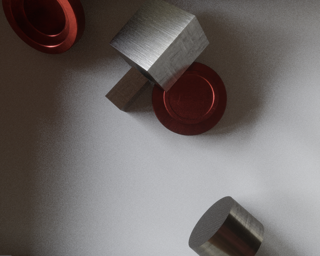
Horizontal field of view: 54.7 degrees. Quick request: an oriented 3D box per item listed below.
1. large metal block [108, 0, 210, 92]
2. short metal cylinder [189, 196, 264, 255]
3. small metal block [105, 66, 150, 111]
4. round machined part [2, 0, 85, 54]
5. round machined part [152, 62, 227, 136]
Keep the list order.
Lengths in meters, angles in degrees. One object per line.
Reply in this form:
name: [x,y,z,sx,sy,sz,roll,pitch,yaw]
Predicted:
large metal block: [-0.002,-0.104,0.380,0.080,0.050,0.080,-49,55,0]
short metal cylinder: [0.081,0.132,0.385,0.050,0.080,0.080,42,90,0]
small metal block: [-0.040,-0.049,0.398,0.025,0.050,0.050,43,90,-1]
round machined part: [-0.138,-0.145,0.384,0.098,0.042,0.097,10,132,12]
round machined part: [0.038,-0.039,0.403,0.099,0.042,0.097,0,90,-1]
